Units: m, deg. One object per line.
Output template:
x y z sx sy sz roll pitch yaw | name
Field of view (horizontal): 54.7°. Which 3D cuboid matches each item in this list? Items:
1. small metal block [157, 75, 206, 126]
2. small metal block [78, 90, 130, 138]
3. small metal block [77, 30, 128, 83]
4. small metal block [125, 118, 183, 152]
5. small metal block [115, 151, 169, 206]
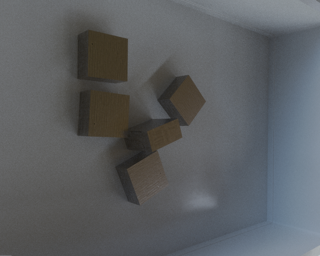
0.031 -0.038 0.435 0.050 0.025 0.050 52 59 -28 | small metal block
-0.064 -0.015 0.355 0.050 0.025 0.050 4 88 -40 | small metal block
-0.065 -0.079 0.354 0.050 0.025 0.050 1 90 -40 | small metal block
-0.010 0.008 0.384 0.050 0.050 0.025 -23 105 -38 | small metal block
-0.022 0.061 0.391 0.050 0.025 0.050 -29 108 -36 | small metal block
